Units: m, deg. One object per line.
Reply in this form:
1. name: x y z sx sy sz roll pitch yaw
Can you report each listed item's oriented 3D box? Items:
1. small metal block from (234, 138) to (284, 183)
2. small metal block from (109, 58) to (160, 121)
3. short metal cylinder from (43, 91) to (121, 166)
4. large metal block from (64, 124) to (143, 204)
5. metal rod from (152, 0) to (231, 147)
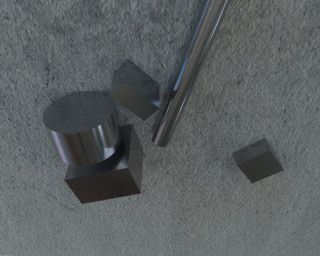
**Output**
1. small metal block: 0.144 0.048 0.451 0.050 0.025 0.050 -29 125 22
2. small metal block: -0.027 -0.044 0.353 0.050 0.050 0.025 36 121 -27
3. short metal cylinder: -0.091 -0.001 0.369 0.080 0.080 0.050 -3 130 2
4. large metal block: -0.069 0.046 0.410 0.080 0.080 0.050 -12 129 9
5. metal rod: 0.043 -0.092 0.329 0.025 0.025 0.298 12 129 -11
